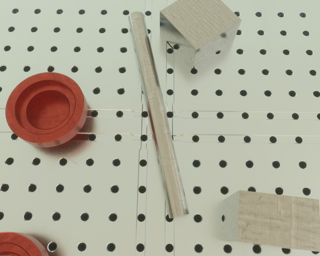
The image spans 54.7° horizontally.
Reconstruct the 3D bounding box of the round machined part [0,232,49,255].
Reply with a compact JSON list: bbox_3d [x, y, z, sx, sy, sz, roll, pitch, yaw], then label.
[{"bbox_3d":[-0.168,0.166,0.341,0.099,0.042,0.098,0,70,0],"label":"round machined part"}]

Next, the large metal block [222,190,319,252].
[{"bbox_3d":[0.119,0.105,0.345,0.080,0.080,0.050,7,70,2],"label":"large metal block"}]

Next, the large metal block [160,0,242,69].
[{"bbox_3d":[0.056,-0.148,0.453,0.080,0.050,0.080,-36,74,-12],"label":"large metal block"}]

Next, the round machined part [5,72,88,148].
[{"bbox_3d":[-0.145,-0.021,0.409,0.099,0.042,0.098,0,70,0],"label":"round machined part"}]

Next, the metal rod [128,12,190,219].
[{"bbox_3d":[-0.007,-0.031,0.422,0.025,0.025,0.299,-11,70,-4],"label":"metal rod"}]
